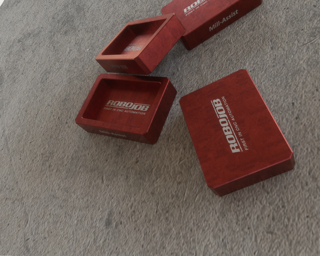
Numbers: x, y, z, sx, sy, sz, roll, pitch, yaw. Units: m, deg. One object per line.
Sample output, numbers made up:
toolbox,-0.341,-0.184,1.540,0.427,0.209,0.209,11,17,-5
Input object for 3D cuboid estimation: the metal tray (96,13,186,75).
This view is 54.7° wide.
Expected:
metal tray,-0.033,-0.124,0.465,0.090,0.030,0.130,-52,34,-15

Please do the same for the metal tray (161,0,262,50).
metal tray,0.076,-0.187,0.476,0.130,0.030,0.090,-32,52,7

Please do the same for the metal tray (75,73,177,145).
metal tray,-0.050,-0.031,0.446,0.130,0.030,0.090,9,66,32

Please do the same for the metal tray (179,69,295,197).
metal tray,0.082,0.002,0.356,0.090,0.030,0.130,-25,53,13
